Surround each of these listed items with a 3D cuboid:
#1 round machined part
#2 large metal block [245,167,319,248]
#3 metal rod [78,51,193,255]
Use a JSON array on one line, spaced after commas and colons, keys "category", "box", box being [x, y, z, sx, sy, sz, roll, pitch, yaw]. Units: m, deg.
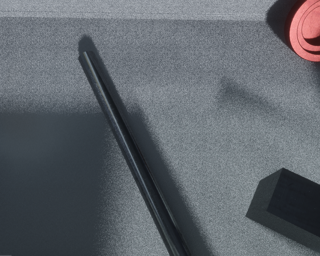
[{"category": "round machined part", "box": [0.226, -0.147, 0.438, 0.099, 0.097, 0.042, 1, 30, 0]}, {"category": "large metal block", "box": [0.153, 0.093, 0.349, 0.080, 0.080, 0.050, 26, 72, 8]}, {"category": "metal rod", "box": [-0.039, 0.024, 0.400, 0.025, 0.025, 0.299, -25, 72, -9]}]
